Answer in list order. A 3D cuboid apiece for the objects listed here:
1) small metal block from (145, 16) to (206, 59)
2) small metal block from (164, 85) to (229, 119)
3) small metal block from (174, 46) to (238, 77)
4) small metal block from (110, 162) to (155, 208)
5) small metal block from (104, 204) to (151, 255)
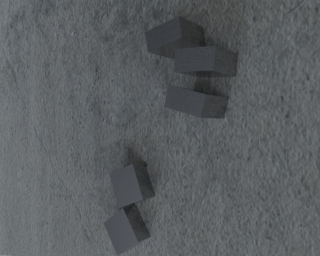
[{"bbox_3d":[0.019,-0.106,0.371,0.050,0.050,0.025,-12,82,39],"label":"small metal block"},{"bbox_3d":[0.042,-0.029,0.353,0.050,0.050,0.025,20,103,38],"label":"small metal block"},{"bbox_3d":[0.052,-0.072,0.345,0.050,0.050,0.025,7,95,39],"label":"small metal block"},{"bbox_3d":[-0.040,0.080,0.435,0.050,0.025,0.050,-28,73,36],"label":"small metal block"},{"bbox_3d":[-0.048,0.145,0.442,0.050,0.025,0.050,-43,65,31],"label":"small metal block"}]
